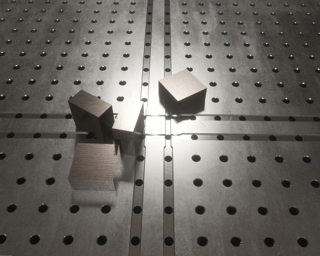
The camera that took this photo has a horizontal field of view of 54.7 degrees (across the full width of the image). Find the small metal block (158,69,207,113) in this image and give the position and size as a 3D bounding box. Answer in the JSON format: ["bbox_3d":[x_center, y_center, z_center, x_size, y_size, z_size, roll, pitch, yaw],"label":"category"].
[{"bbox_3d":[0.032,-0.055,0.455,0.050,0.025,0.050,-26,55,-21],"label":"small metal block"}]

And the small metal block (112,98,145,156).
[{"bbox_3d":[-0.038,-0.001,0.391,0.025,0.050,0.050,9,51,7],"label":"small metal block"}]

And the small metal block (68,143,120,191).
[{"bbox_3d":[-0.076,0.046,0.368,0.050,0.025,0.050,2,50,1],"label":"small metal block"}]

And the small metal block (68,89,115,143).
[{"bbox_3d":[-0.087,-0.015,0.403,0.050,0.050,0.025,27,55,20],"label":"small metal block"}]
